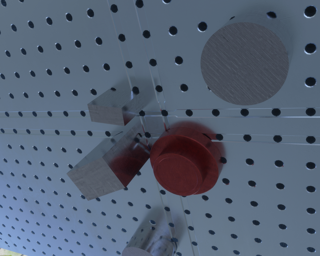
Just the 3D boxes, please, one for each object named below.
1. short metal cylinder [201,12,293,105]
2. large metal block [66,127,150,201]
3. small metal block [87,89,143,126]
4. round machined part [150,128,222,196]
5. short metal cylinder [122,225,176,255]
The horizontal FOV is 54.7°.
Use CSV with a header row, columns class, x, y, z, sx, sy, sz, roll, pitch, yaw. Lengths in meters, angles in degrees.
class,x,y,z,sx,sy,sz,roll,pitch,yaw
short metal cylinder,0.086,-0.069,0.306,0.080,0.050,0.079,13,124,20
large metal block,-0.070,0.051,0.442,0.080,0.080,0.050,-25,105,36
small metal block,-0.057,-0.028,0.406,0.050,0.050,0.025,8,122,24
round machined part,0.030,0.052,0.415,0.098,0.042,0.097,13,124,20
short metal cylinder,-0.018,0.216,0.537,0.080,0.050,0.079,13,124,20
